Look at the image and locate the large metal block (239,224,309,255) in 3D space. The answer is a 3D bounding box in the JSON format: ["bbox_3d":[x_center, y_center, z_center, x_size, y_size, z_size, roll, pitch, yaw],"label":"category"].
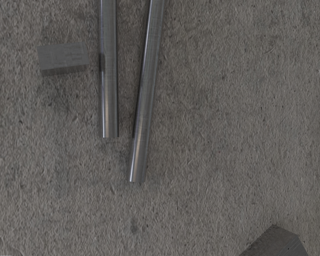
[{"bbox_3d":[0.176,0.207,0.461,0.080,0.050,0.080,-35,102,-17],"label":"large metal block"}]

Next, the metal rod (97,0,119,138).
[{"bbox_3d":[-0.065,-0.138,0.384,0.025,0.025,0.298,-1,90,-20],"label":"metal rod"}]

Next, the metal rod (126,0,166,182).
[{"bbox_3d":[-0.015,-0.080,0.403,0.025,0.025,0.298,7,88,-20],"label":"metal rod"}]

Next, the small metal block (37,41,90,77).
[{"bbox_3d":[-0.111,-0.078,0.355,0.050,0.050,0.025,-12,95,-20],"label":"small metal block"}]
